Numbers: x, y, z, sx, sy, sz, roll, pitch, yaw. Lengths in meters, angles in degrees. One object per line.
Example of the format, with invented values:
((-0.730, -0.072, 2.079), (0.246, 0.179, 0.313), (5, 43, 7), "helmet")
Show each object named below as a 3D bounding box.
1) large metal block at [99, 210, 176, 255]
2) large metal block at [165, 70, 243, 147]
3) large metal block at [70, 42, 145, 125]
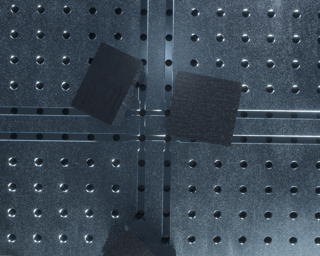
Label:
((-0.025, 0.159, 0.386), (0.080, 0.080, 0.050), (44, 90, -1), "large metal block")
((0.054, -0.024, 0.402), (0.080, 0.050, 0.080), (11, 90, -1), "large metal block")
((-0.060, -0.050, 0.385), (0.050, 0.080, 0.080), (26, 90, -1), "large metal block")
